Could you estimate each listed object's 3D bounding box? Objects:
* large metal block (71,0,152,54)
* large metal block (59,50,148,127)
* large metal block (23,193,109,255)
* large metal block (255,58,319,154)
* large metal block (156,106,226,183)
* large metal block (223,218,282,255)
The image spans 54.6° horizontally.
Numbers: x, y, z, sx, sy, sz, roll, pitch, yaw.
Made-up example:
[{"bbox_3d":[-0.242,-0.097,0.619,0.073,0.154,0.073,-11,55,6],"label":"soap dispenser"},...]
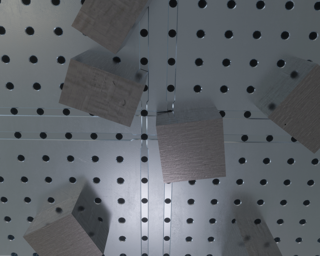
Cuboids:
[{"bbox_3d":[-0.044,-0.132,0.335,0.050,0.080,0.080,32,107,-11],"label":"large metal block"},{"bbox_3d":[-0.062,-0.050,0.365,0.080,0.080,0.050,19,109,-7],"label":"large metal block"},{"bbox_3d":[-0.135,0.156,0.457,0.080,0.050,0.080,-27,108,9],"label":"large metal block"},{"bbox_3d":[0.185,-0.029,0.391,0.080,0.050,0.080,35,106,-12],"label":"large metal block"},{"bbox_3d":[0.040,0.021,0.408,0.080,0.050,0.080,-7,110,2],"label":"large metal block"},{"bbox_3d":[0.133,0.195,0.457,0.050,0.080,0.079,11,110,-4],"label":"large metal block"}]
